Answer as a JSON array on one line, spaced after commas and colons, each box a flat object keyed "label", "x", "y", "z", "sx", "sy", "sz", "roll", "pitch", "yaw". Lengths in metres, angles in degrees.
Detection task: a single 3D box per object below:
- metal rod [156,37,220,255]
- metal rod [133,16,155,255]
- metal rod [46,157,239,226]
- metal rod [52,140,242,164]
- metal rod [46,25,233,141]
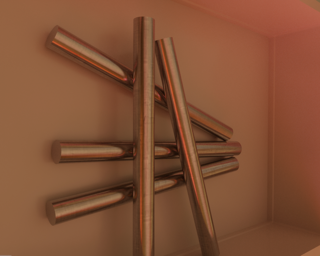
[{"label": "metal rod", "x": 0.037, "y": 0.035, "z": 0.405, "sx": 0.025, "sy": 0.025, "sz": 0.298, "roll": -23, "pitch": 105, "yaw": -38}, {"label": "metal rod", "x": -0.019, "y": 0.025, "z": 0.357, "sx": 0.025, "sy": 0.025, "sz": 0.298, "roll": 0, "pitch": 90, "yaw": -40}, {"label": "metal rod", "x": 0.004, "y": 0.073, "z": 0.411, "sx": 0.302, "sy": 0.025, "sz": 0.025, "roll": -7, "pitch": 95, "yaw": -40}, {"label": "metal rod", "x": 0.009, "y": 0.029, "z": 0.414, "sx": 0.302, "sy": 0.025, "sz": 0.025, "roll": 2, "pitch": 89, "yaw": -40}, {"label": "metal rod", "x": -0.001, "y": -0.042, "z": 0.405, "sx": 0.301, "sy": 0.025, "sz": 0.025, "roll": 25, "pitch": 74, "yaw": -37}]
